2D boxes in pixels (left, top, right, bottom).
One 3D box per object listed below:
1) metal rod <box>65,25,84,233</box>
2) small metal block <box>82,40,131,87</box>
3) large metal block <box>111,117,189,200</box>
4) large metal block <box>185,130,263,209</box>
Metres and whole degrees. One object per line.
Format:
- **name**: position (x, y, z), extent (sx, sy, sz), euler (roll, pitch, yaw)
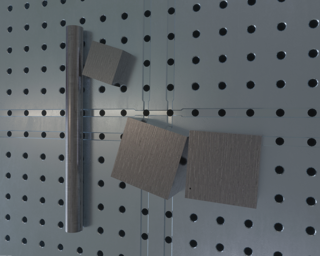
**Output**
- **metal rod**: position (-0.126, 0.001, 0.456), extent (0.025, 0.025, 0.298), euler (0, 90, 20)
- **small metal block**: position (-0.076, -0.091, 0.439), extent (0.050, 0.025, 0.050), euler (21, 97, 18)
- **large metal block**: position (-0.007, 0.036, 0.402), extent (0.080, 0.050, 0.080), euler (19, 96, 19)
- **large metal block**: position (0.078, 0.045, 0.372), extent (0.080, 0.050, 0.079), euler (4, 92, 20)
